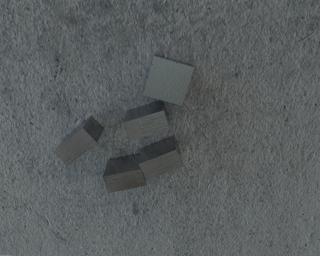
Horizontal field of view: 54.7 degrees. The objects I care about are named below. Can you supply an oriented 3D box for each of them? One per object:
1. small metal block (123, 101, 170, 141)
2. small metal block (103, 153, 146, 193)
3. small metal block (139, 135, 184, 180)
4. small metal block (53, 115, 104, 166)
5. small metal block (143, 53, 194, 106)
[{"bbox_3d":[-0.016,-0.011,0.392,0.050,0.050,0.025,-17,109,6],"label":"small metal block"},{"bbox_3d":[-0.045,0.059,0.418,0.050,0.050,0.025,-12,110,4],"label":"small metal block"},{"bbox_3d":[0.001,0.038,0.410,0.050,0.050,0.025,-22,109,7],"label":"small metal block"},{"bbox_3d":[-0.104,0.015,0.401,0.050,0.050,0.025,-38,106,12],"label":"small metal block"},{"bbox_3d":[0.010,-0.061,0.387,0.050,0.025,0.050,15,109,-6],"label":"small metal block"}]
